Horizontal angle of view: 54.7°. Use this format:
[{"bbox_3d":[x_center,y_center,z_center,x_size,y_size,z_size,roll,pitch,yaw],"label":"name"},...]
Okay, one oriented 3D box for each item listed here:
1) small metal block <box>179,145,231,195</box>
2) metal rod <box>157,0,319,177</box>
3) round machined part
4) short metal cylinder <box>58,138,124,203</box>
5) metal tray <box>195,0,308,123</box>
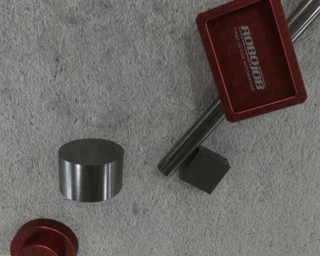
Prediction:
[{"bbox_3d":[0.061,0.057,0.431,0.050,0.025,0.050,29,108,-11],"label":"small metal block"},{"bbox_3d":[0.100,-0.050,0.392,0.025,0.025,0.299,37,106,-13],"label":"metal rod"},{"bbox_3d":[-0.178,0.190,0.469,0.099,0.042,0.097,0,110,0],"label":"round machined part"},{"bbox_3d":[-0.088,0.052,0.399,0.081,0.080,0.050,5,110,-2],"label":"short metal cylinder"},{"bbox_3d":[0.103,-0.080,0.356,0.090,0.030,0.129,-17,96,14],"label":"metal tray"}]
